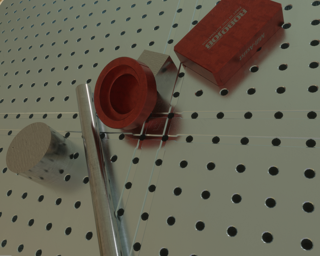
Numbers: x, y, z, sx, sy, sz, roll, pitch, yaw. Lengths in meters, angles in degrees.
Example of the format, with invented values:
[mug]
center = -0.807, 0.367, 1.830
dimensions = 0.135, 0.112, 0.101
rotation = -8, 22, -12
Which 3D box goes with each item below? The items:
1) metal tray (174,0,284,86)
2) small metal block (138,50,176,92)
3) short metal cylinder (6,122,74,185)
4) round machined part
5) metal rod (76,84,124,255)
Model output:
[metal tray]
center = 0.095, -0.130, 0.434
dimensions = 0.130, 0.030, 0.090
rotation = -45, 51, -4
[small metal block]
center = -0.013, -0.087, 0.467
dimensions = 0.050, 0.025, 0.050
rotation = 23, 74, 36
[short metal cylinder]
center = -0.177, 0.038, 0.459
dimensions = 0.080, 0.050, 0.080
rotation = -13, 56, 20
[round machined part]
center = -0.043, -0.046, 0.431
dimensions = 0.098, 0.042, 0.097
rotation = -4, 83, 36
[metal rod]
center = -0.087, 0.049, 0.421
dimensions = 0.025, 0.025, 0.299
rotation = -27, 52, 11
